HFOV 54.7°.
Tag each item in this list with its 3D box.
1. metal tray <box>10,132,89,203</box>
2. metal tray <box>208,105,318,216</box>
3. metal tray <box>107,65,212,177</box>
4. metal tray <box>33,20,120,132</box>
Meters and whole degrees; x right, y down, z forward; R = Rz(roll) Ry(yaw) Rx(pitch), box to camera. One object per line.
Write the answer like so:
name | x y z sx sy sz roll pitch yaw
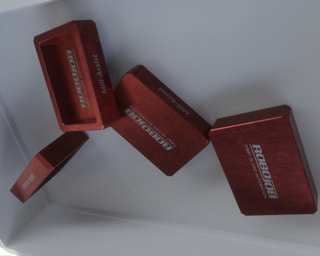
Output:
metal tray | -0.176 0.058 0.492 0.030 0.090 0.129 46 129 -4
metal tray | 0.123 0.044 0.367 0.090 0.030 0.129 -13 112 33
metal tray | -0.006 -0.007 0.403 0.130 0.030 0.090 41 129 -1
metal tray | -0.107 -0.062 0.396 0.090 0.030 0.129 -3 105 38
